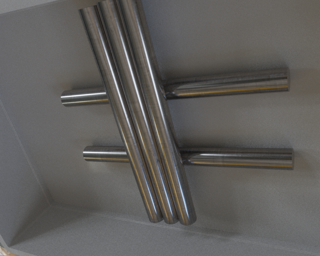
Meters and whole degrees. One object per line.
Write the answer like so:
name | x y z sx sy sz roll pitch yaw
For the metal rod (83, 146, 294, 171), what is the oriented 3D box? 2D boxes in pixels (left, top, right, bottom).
metal rod | 0.018 0.038 0.421 0.300 0.025 0.025 -1 118 28

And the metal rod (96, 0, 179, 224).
metal rod | -0.018 -0.002 0.382 0.025 0.025 0.298 -1 118 29

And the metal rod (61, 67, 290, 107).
metal rod | -0.003 -0.046 0.381 0.300 0.025 0.025 -1 118 28

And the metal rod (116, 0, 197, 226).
metal rod | 0.003 -0.004 0.369 0.025 0.025 0.298 -1 118 29

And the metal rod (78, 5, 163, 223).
metal rod | -0.040 0.000 0.395 0.025 0.025 0.298 -1 118 29
